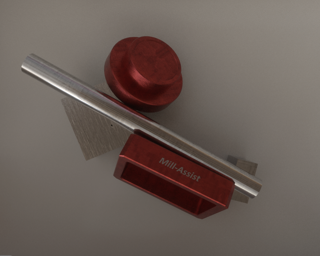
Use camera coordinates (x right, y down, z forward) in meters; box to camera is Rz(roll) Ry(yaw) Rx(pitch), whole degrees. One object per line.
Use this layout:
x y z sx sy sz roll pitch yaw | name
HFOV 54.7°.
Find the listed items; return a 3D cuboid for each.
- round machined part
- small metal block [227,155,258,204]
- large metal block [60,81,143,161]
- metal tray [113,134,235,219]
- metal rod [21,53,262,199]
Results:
-0.014 -0.071 0.375 0.099 0.042 0.098 14 59 -25 | round machined part
0.100 0.064 0.399 0.025 0.050 0.050 15 90 0 | small metal block
-0.067 -0.013 0.396 0.080 0.050 0.080 -22 90 -1 | large metal block
0.012 0.063 0.374 0.131 0.090 0.030 26 63 -1 | metal tray
-0.020 -0.002 0.358 0.301 0.025 0.025 29 90 -1 | metal rod
